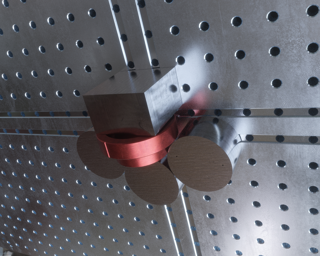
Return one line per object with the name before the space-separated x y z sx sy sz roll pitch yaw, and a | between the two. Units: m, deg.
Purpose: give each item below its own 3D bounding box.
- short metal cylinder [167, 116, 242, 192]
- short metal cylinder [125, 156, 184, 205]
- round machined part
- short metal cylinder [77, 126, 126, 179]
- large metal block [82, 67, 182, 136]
short metal cylinder | 0.056 0.032 0.386 0.080 0.050 0.079 13 124 21
short metal cylinder | -0.002 0.061 0.434 0.080 0.050 0.079 13 124 21
round machined part | -0.026 0.013 0.383 0.098 0.098 0.042 2 119 27
short metal cylinder | -0.072 0.027 0.450 0.080 0.050 0.079 13 124 21
large metal block | -0.029 -0.033 0.370 0.080 0.080 0.050 1 119 28
